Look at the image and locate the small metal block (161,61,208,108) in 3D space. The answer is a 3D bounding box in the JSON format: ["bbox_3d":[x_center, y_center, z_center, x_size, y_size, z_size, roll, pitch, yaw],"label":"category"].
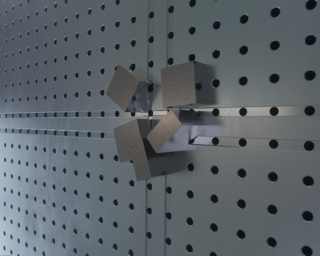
[{"bbox_3d":[0.029,-0.052,0.386,0.050,0.025,0.050,-5,87,40],"label":"small metal block"}]

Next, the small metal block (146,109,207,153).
[{"bbox_3d":[0.020,0.004,0.377,0.050,0.050,0.025,-48,61,29],"label":"small metal block"}]

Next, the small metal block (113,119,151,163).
[{"bbox_3d":[-0.036,0.018,0.441,0.050,0.025,0.050,-21,77,38],"label":"small metal block"}]

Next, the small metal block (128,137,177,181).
[{"bbox_3d":[-0.009,0.039,0.402,0.025,0.050,0.050,-23,76,38],"label":"small metal block"}]

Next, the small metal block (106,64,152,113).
[{"bbox_3d":[-0.046,-0.057,0.449,0.050,0.025,0.050,42,115,32],"label":"small metal block"}]
